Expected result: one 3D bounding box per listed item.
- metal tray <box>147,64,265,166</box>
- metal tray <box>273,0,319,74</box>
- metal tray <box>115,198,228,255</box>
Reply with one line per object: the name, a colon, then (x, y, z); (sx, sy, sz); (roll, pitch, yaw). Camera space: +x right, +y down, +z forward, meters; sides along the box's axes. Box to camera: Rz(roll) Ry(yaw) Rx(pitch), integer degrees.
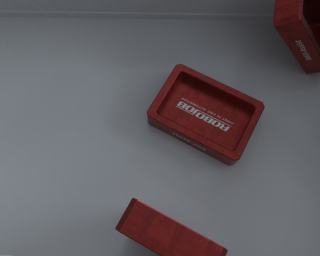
metal tray: (0.060, -0.019, 0.414); (0.130, 0.030, 0.090); (28, 72, 9)
metal tray: (0.193, -0.141, 0.410); (0.030, 0.131, 0.090); (-4, 67, 42)
metal tray: (0.009, 0.112, 0.313); (0.090, 0.130, 0.030); (27, 73, 9)
